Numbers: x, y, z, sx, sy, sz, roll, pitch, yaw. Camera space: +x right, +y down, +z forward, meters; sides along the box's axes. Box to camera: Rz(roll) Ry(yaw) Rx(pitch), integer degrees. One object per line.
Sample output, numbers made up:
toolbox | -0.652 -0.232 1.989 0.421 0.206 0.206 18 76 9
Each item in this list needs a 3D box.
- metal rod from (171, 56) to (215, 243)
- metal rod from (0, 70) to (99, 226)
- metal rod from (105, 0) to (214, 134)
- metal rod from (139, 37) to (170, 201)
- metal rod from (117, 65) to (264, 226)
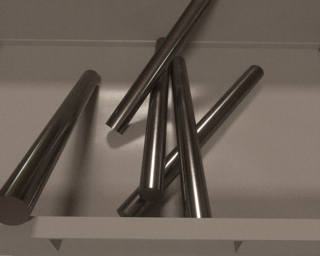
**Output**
metal rod | 0.031 -0.005 0.380 0.025 0.025 0.300 -1 41 -1
metal rod | -0.101 -0.011 0.335 0.025 0.025 0.300 -1 26 -1
metal rod | 0.022 -0.122 0.424 0.025 0.025 0.300 31 82 23
metal rod | -0.002 -0.038 0.418 0.025 0.025 0.300 2 44 1
metal rod | 0.056 0.004 0.402 0.025 0.025 0.301 31 56 23
